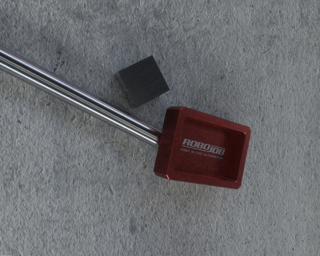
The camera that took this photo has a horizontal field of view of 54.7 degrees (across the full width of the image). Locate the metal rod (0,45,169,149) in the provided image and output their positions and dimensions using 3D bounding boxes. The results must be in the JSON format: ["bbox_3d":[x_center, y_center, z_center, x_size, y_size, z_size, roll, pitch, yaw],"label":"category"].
[{"bbox_3d":[-0.116,-0.046,0.366,0.301,0.025,0.025,28,81,-18],"label":"metal rod"}]

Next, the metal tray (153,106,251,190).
[{"bbox_3d":[0.061,0.029,0.414,0.131,0.030,0.090,14,85,-33],"label":"metal tray"}]

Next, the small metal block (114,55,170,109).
[{"bbox_3d":[-0.023,-0.059,0.401,0.050,0.025,0.050,-30,100,-18],"label":"small metal block"}]
